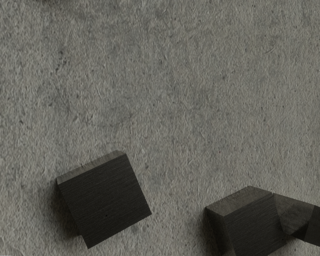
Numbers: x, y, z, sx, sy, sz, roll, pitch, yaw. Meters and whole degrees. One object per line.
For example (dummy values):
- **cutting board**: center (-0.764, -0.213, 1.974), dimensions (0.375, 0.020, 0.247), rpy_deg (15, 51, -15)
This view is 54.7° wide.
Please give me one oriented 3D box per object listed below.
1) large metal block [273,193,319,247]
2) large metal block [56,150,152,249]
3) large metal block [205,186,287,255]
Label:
- **large metal block**: center (0.219, 0.141, 0.461), dimensions (0.080, 0.080, 0.050), rpy_deg (23, 82, -19)
- **large metal block**: center (-0.068, 0.081, 0.371), dimensions (0.081, 0.050, 0.080), rpy_deg (-25, 98, -18)
- **large metal block**: center (0.122, 0.139, 0.441), dimensions (0.081, 0.050, 0.080), rpy_deg (-20, 97, -19)
